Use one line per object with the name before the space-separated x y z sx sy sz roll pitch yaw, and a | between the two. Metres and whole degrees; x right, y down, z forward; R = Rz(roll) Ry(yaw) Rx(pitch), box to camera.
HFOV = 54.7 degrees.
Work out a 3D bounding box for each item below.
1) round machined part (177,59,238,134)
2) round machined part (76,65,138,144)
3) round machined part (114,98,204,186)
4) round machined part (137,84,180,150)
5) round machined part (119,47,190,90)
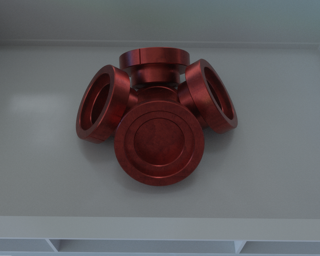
round machined part | 0.058 -0.036 0.400 0.042 0.098 0.098 -27 45 25
round machined part | -0.064 -0.026 0.389 0.042 0.098 0.098 22 41 -32
round machined part | -0.001 0.013 0.356 0.099 0.097 0.042 -1 14 -1
round machined part | -0.003 -0.021 0.409 0.099 0.042 0.098 0 50 0
round machined part | -0.007 -0.078 0.433 0.099 0.098 0.042 -3 88 -3
